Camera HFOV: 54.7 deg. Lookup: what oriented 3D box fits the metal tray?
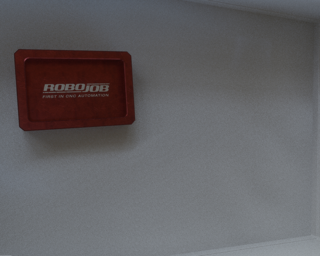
[{"bbox_3d":[-0.099,-0.045,0.371,0.131,0.030,0.089,-4,92,-20],"label":"metal tray"}]
